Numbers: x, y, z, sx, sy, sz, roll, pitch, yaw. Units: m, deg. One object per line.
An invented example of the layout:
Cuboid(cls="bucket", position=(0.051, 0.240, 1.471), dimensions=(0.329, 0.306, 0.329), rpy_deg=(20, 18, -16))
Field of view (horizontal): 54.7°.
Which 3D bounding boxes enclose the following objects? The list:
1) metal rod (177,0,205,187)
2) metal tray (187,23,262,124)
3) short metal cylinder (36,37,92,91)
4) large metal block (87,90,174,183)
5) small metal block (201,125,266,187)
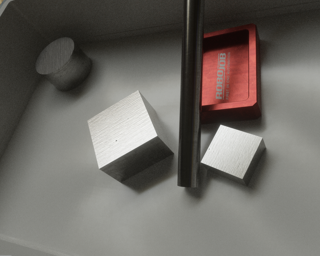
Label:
Cuboid(cls="metal rod", position=(0.037, -0.083, 0.358), dimensions=(0.025, 0.025, 0.298), rpy_deg=(0, 87, 28))
Cuboid(cls="metal tray", position=(0.081, -0.070, 0.401), dimensions=(0.090, 0.030, 0.130), rpy_deg=(-5, 59, 25))
Cuboid(cls="short metal cylinder", position=(-0.168, -0.111, 0.544), dimensions=(0.080, 0.050, 0.080), rpy_deg=(-13, 56, 20))
Cuboid(cls="large metal block", position=(-0.040, 0.011, 0.402), dimensions=(0.080, 0.050, 0.080), rpy_deg=(-30, 52, 8))
Cuboid(cls="small metal block", position=(0.082, 0.030, 0.344), dimensions=(0.050, 0.025, 0.050), rpy_deg=(20, 72, 35))
